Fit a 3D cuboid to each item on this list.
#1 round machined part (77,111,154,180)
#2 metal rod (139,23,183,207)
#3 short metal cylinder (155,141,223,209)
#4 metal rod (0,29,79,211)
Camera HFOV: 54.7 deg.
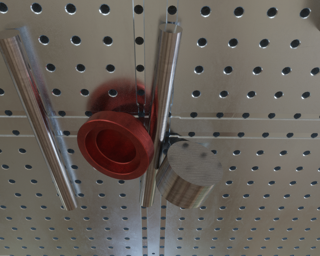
[{"bbox_3d":[-0.053,0.018,0.402,0.098,0.042,0.097,12,129,15],"label":"round machined part"},{"bbox_3d":[-0.006,0.009,0.418,0.025,0.025,0.298,5,130,-5],"label":"metal rod"},{"bbox_3d":[0.040,0.064,0.431,0.081,0.080,0.050,14,129,-12],"label":"short metal cylinder"},{"bbox_3d":[-0.155,0.015,0.421,0.025,0.025,0.298,-2,130,1],"label":"metal rod"}]
